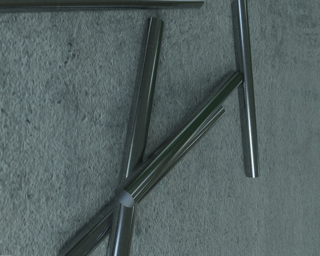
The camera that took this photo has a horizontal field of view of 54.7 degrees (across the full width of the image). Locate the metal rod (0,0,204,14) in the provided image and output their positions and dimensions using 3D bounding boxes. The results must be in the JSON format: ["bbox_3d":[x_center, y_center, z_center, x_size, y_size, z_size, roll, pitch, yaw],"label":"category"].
[{"bbox_3d":[-0.056,-0.149,0.358,0.302,0.025,0.025,-19,103,-39],"label":"metal rod"}]

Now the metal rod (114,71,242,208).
[{"bbox_3d":[0.045,-0.007,0.409,0.302,0.025,0.025,-43,117,-43],"label":"metal rod"}]

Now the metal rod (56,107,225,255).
[{"bbox_3d":[-0.005,0.057,0.402,0.302,0.025,0.025,-42,116,-32],"label":"metal rod"}]

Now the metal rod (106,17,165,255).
[{"bbox_3d":[-0.027,0.007,0.363,0.025,0.025,0.299,20,71,-39],"label":"metal rod"}]

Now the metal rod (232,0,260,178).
[{"bbox_3d":[0.148,-0.064,0.531,0.025,0.025,0.298,-10,97,-40],"label":"metal rod"}]
